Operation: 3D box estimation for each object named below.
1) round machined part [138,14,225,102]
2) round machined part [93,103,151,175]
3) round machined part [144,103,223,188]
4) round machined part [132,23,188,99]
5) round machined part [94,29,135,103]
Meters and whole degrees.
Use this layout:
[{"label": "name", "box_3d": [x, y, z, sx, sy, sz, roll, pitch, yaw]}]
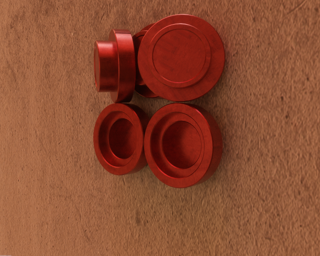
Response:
[{"label": "round machined part", "box_3d": [0.023, -0.078, 0.346, 0.099, 0.042, 0.097, 1, 95, 8]}, {"label": "round machined part", "box_3d": [-0.045, 0.015, 0.430, 0.098, 0.042, 0.097, 0, 90, 39]}, {"label": "round machined part", "box_3d": [0.031, 0.020, 0.368, 0.098, 0.042, 0.097, 0, 90, 39]}, {"label": "round machined part", "box_3d": [-0.010, -0.088, 0.401, 0.098, 0.042, 0.097, 0, 90, 39]}, {"label": "round machined part", "box_3d": [-0.064, -0.082, 0.415, 0.098, 0.042, 0.097, 177, 89, -73]}]
